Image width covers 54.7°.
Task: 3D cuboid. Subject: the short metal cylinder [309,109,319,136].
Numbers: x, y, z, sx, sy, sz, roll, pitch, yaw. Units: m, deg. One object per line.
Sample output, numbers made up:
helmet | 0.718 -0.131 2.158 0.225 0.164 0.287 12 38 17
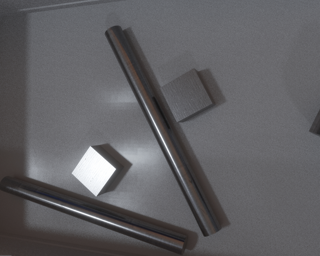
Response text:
short metal cylinder | 0.201 -0.003 0.311 0.080 0.080 0.050 25 98 18

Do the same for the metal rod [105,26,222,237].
metal rod | 0.000 -0.003 0.409 0.025 0.025 0.299 -29 81 17

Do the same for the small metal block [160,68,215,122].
small metal block | 0.036 -0.041 0.397 0.050 0.025 0.050 -29 81 17

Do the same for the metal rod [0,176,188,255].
metal rod | -0.107 0.120 0.446 0.301 0.025 0.025 13 94 19

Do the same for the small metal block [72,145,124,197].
small metal block | -0.088 0.060 0.440 0.050 0.025 0.050 39 102 15
